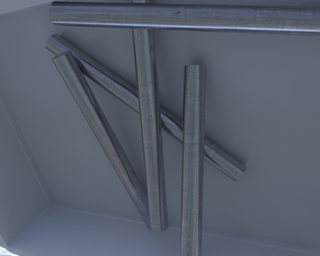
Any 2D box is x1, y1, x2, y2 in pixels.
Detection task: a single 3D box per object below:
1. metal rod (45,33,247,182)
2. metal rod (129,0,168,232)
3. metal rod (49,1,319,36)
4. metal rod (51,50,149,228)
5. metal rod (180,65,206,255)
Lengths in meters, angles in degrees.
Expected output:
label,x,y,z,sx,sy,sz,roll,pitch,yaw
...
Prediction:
label,x,y,z,sx,sy,sz,roll,pitch,yaw
metal rod,-0.021,-0.029,0.401,0.301,0.025,0.025,35,129,4
metal rod,-0.011,-0.007,0.377,0.025,0.025,0.298,5,111,26
metal rod,0.031,-0.107,0.299,0.301,0.025,0.025,7,122,15
metal rod,-0.066,0.033,0.445,0.025,0.025,0.299,-7,121,31
metal rod,0.037,0.079,0.360,0.025,0.025,0.298,3,95,26
